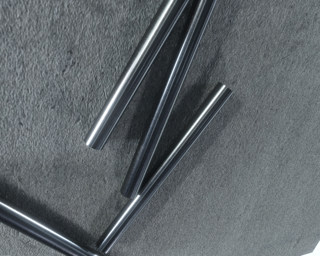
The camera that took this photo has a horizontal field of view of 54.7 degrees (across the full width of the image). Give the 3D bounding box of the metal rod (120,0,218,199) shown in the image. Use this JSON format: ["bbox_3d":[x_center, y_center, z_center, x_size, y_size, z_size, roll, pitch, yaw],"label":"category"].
[{"bbox_3d":[0.008,-0.037,0.387,0.025,0.025,0.298,9,114,-32],"label":"metal rod"}]

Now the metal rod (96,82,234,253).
[{"bbox_3d":[0.002,0.063,0.446,0.025,0.025,0.299,29,102,-38],"label":"metal rod"}]

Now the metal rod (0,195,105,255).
[{"bbox_3d":[-0.154,0.136,0.406,0.025,0.025,0.300,-40,130,-1],"label":"metal rod"}]

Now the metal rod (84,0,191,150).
[{"bbox_3d":[-0.003,-0.103,0.340,0.025,0.025,0.299,22,106,-36],"label":"metal rod"}]
